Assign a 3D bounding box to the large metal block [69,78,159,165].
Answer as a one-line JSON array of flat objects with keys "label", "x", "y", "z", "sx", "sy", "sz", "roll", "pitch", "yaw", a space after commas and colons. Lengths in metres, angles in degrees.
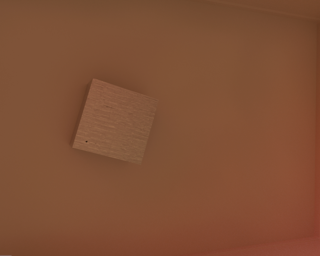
[{"label": "large metal block", "x": -0.057, "y": -0.006, "z": 0.376, "sx": 0.080, "sy": 0.050, "sz": 0.080, "roll": 17, "pitch": 84, "yaw": -19}]
